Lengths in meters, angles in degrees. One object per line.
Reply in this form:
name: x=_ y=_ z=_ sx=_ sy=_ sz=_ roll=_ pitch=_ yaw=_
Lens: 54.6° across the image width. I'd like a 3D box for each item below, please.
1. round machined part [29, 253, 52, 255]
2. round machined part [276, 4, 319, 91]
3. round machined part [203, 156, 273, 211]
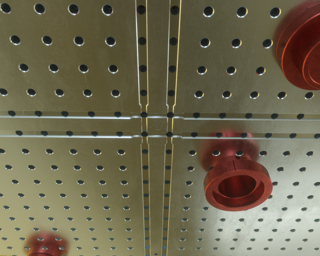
round machined part: x=-0.253 y=0.301 z=0.654 sx=0.099 sy=0.042 sz=0.097 roll=0 pitch=130 yaw=0
round machined part: x=0.182 y=-0.080 z=0.333 sx=0.099 sy=0.042 sz=0.097 roll=0 pitch=130 yaw=0
round machined part: x=0.115 y=0.080 z=0.470 sx=0.099 sy=0.042 sz=0.097 roll=0 pitch=130 yaw=0
